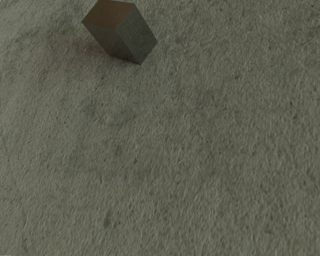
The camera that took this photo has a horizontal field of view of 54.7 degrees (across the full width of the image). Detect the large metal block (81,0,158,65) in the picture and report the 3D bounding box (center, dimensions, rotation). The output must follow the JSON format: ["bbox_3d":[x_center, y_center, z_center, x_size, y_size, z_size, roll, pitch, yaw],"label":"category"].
[{"bbox_3d":[-0.063,-0.153,0.494,0.080,0.080,0.050,24,75,36],"label":"large metal block"}]
